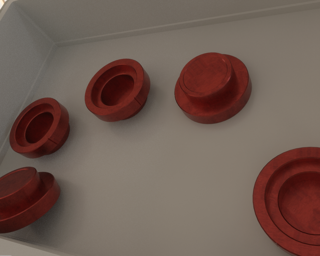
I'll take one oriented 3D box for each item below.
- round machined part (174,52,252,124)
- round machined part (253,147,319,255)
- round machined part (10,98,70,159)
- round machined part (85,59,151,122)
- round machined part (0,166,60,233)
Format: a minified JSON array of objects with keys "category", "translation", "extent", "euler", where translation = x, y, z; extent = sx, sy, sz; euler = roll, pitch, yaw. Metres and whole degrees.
[{"category":"round machined part","translation":[0.063,-0.057,0.397],"extent":[0.098,0.042,0.098],"euler":[-13,56,21]},{"category":"round machined part","translation":[0.138,0.070,0.280],"extent":[0.098,0.042,0.098],"euler":[-13,56,21]},{"category":"round machined part","translation":[-0.183,0.004,0.489],"extent":[0.098,0.042,0.098],"euler":[-13,56,21]},{"category":"round machined part","translation":[-0.058,-0.051,0.456],"extent":[0.098,0.042,0.098],"euler":[-13,56,21]},{"category":"round machined part","translation":[-0.189,0.088,0.412],"extent":[0.098,0.042,0.098],"euler":[-15,25,8]}]
